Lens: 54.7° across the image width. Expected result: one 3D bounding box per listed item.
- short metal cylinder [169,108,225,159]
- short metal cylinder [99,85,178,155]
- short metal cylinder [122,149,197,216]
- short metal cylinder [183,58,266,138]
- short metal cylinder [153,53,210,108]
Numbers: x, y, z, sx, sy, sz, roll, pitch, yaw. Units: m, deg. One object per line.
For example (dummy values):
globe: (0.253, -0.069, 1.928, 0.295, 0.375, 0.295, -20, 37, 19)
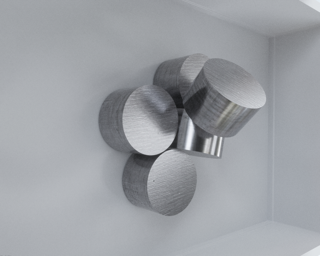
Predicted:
short metal cylinder: (0.045, 0.009, 0.409, 0.081, 0.080, 0.050, 17, 79, -39)
short metal cylinder: (-0.025, -0.009, 0.369, 0.081, 0.050, 0.079, 0, 90, -40)
short metal cylinder: (0.000, 0.065, 0.390, 0.081, 0.050, 0.079, 0, 90, -40)
short metal cylinder: (0.074, -0.036, 0.361, 0.081, 0.050, 0.080, 17, 44, -17)
short metal cylinder: (0.038, -0.057, 0.422, 0.081, 0.050, 0.079, 0, 90, -40)
